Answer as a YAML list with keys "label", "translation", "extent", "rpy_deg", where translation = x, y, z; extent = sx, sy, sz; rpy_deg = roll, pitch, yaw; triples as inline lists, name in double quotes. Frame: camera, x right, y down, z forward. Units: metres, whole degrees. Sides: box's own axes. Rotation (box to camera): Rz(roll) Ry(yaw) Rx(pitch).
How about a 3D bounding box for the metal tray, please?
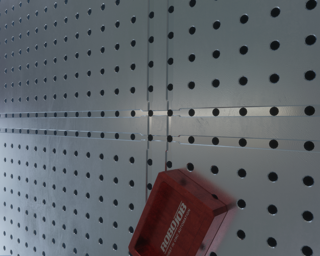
- label: "metal tray"
  translation: [0.017, 0.130, 0.392]
  extent: [0.090, 0.030, 0.129]
  rpy_deg: [34, 111, 35]
